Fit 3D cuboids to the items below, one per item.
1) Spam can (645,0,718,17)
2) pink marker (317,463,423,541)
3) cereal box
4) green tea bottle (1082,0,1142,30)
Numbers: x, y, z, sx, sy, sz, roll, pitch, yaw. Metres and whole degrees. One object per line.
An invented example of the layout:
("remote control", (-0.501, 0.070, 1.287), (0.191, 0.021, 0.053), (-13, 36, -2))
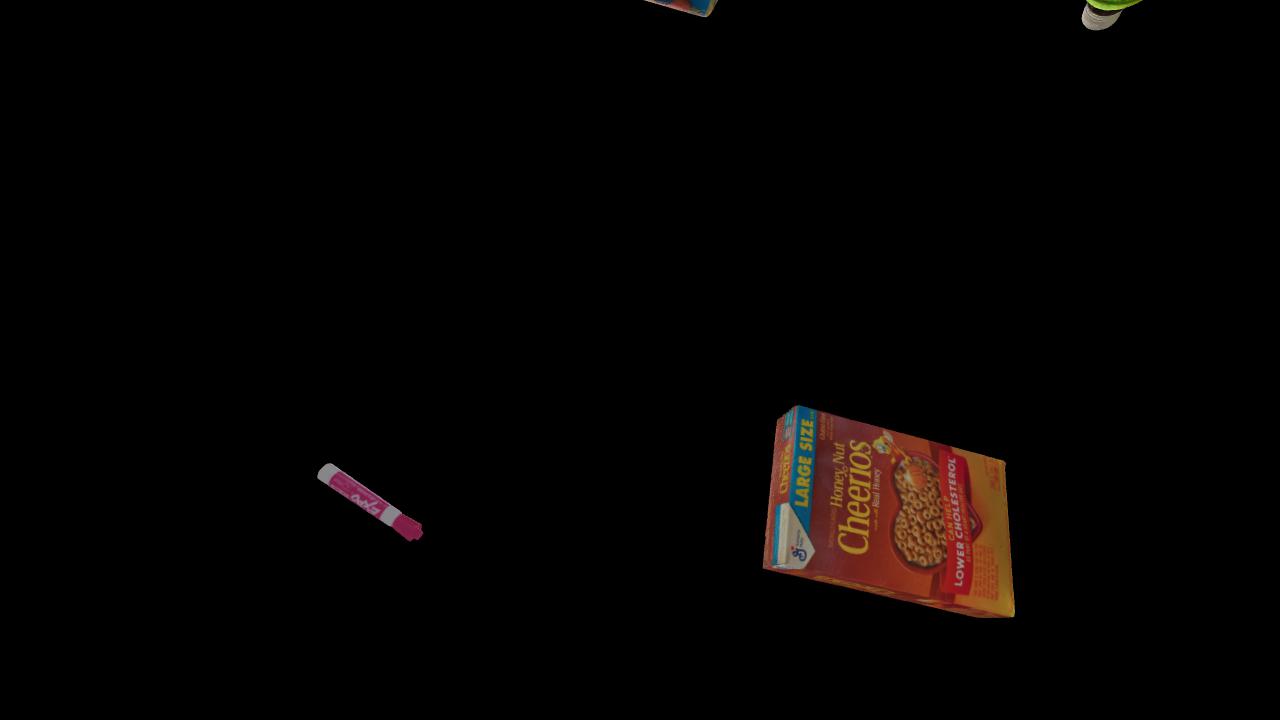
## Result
("Spam can", (0.007, -0.267, 0.397), (0.085, 0.058, 0.101), (7, 39, -14))
("pink marker", (-0.264, 0.141, 0.605), (0.121, 0.020, 0.020), (30, 5, 9))
("cereal box", (0.318, 0.196, 0.790), (0.306, 0.203, 0.081), (16, -25, -7))
("green tea bottle", (0.410, -0.351, 0.501), (0.073, 0.073, 0.212), (0, -8, 19))
